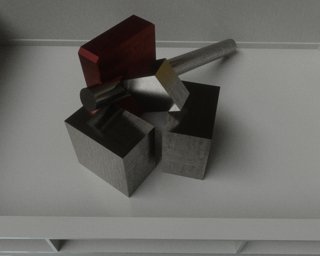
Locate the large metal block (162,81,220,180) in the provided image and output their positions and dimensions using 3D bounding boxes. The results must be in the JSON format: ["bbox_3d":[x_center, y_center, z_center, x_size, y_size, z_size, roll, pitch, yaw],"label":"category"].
[{"bbox_3d":[0.036,0.003,0.367,0.050,0.080,0.080,10,51,8],"label":"large metal block"}]

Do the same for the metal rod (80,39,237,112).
[{"bbox_3d":[0.022,-0.083,0.415,0.025,0.025,0.302,34,41,25],"label":"metal rod"}]

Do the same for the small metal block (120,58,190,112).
[{"bbox_3d":[-0.005,-0.043,0.327,0.050,0.050,0.025,0,51,42],"label":"small metal block"}]

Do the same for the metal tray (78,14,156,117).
[{"bbox_3d":[-0.045,-0.061,0.385,0.030,0.129,0.090,33,58,25],"label":"metal tray"}]

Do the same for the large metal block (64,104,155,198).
[{"bbox_3d":[-0.053,0.021,0.351,0.080,0.080,0.050,29,56,22],"label":"large metal block"}]
